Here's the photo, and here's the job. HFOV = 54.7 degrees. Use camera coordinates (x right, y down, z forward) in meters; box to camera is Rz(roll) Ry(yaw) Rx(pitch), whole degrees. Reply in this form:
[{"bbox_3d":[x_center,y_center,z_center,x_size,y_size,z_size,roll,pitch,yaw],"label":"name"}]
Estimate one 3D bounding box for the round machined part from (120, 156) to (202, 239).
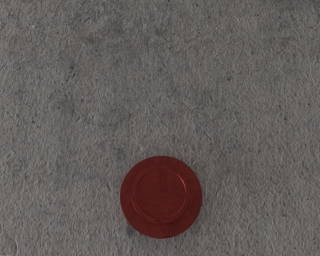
[{"bbox_3d":[0.001,0.080,0.370,0.099,0.042,0.098,0,70,0],"label":"round machined part"}]
